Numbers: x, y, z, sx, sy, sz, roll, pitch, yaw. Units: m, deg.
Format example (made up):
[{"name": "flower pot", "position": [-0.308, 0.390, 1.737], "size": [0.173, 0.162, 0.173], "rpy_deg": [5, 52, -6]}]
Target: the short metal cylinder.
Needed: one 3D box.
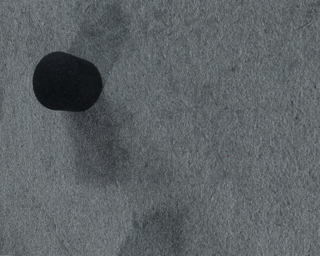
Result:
[{"name": "short metal cylinder", "position": [-0.131, -0.064, 0.442], "size": [0.080, 0.050, 0.080], "rpy_deg": [0, 90, 20]}]
